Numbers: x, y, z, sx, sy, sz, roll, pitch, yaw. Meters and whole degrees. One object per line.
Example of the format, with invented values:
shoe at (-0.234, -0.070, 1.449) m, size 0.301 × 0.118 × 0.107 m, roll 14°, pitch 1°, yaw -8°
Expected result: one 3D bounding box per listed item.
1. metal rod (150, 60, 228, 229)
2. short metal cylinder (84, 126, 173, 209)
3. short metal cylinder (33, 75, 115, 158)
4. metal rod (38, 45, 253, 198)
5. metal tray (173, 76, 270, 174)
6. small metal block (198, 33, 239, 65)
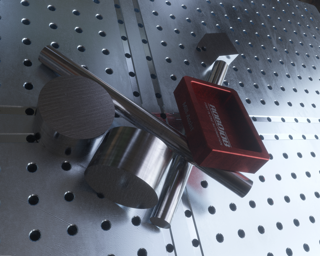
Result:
metal rod at (0.052, 0.000, 0.438) m, size 0.025 × 0.025 × 0.301 m, roll 32°, pitch 51°, yaw -8°
short metal cylinder at (-0.032, 0.043, 0.330) m, size 0.080 × 0.080 × 0.050 m, roll 30°, pitch 52°, yaw -10°
short metal cylinder at (-0.097, -0.012, 0.348) m, size 0.081 × 0.050 × 0.080 m, roll 14°, pitch 56°, yaw -21°
metal rod at (-0.019, -0.010, 0.382) m, size 0.301 × 0.025 × 0.025 m, roll 34°, pitch 51°, yaw 2°
metal tray at (0.075, -0.007, 0.397) m, size 0.091 × 0.030 × 0.130 m, roll 11°, pitch 43°, yaw -25°
small metal block at (0.105, -0.142, 0.554) m, size 0.050 × 0.025 × 0.050 m, roll -14°, pitch 69°, yaw -34°
